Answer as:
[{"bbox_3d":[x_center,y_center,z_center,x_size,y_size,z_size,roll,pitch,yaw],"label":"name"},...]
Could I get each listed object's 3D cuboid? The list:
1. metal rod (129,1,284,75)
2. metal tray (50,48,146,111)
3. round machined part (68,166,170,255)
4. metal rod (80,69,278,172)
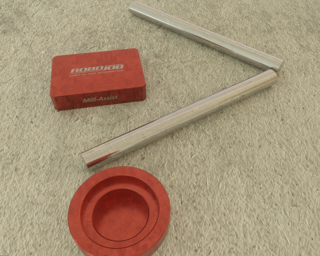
[{"bbox_3d":[0.068,-0.164,0.541,0.300,0.025,0.025,30,56,22],"label":"metal rod"},{"bbox_3d":[-0.091,-0.075,0.462,0.131,0.030,0.090,-8,51,-7],"label":"metal tray"},{"bbox_3d":[-0.039,0.091,0.315,0.099,0.042,0.098,0,50,0],"label":"round machined part"},{"bbox_3d":[0.040,-0.018,0.418,0.302,0.025,0.025,-25,55,-20],"label":"metal rod"}]
